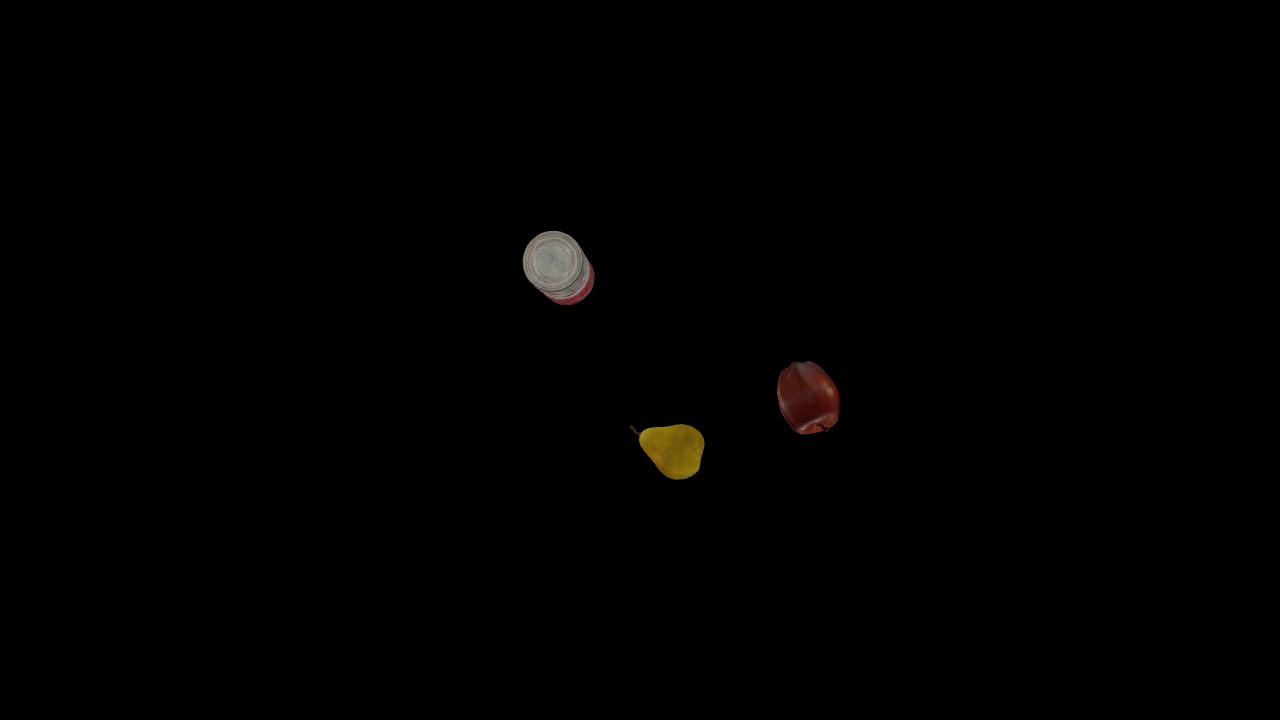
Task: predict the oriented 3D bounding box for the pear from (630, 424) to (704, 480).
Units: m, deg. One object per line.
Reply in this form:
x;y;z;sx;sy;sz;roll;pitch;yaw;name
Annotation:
0.035;0.127;0.885;0.111;0.080;0.080;11;1;6;pear

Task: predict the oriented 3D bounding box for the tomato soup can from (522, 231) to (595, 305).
-0.090;-0.102;0.696;0.068;0.068;0.101;0;-2;2;tomato soup can

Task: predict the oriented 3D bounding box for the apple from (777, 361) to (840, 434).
0.212;0.049;0.774;0.079;0.093;0.079;-16;-24;-7;apple
